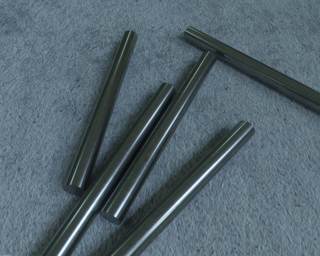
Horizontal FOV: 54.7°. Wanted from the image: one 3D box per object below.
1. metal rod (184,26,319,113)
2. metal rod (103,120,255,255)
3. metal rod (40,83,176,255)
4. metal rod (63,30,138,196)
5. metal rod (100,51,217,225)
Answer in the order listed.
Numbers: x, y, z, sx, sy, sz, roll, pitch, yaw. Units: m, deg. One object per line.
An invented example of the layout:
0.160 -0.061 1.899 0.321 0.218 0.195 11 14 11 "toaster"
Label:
0.157 -0.086 0.475 0.300 0.025 0.025 37 59 27 "metal rod"
0.010 0.085 0.331 0.025 0.025 0.302 36 58 26 "metal rod"
-0.053 0.048 0.362 0.025 0.025 0.301 20 53 16 "metal rod"
-0.073 -0.044 0.439 0.025 0.025 0.300 7 50 5 "metal rod"
0.013 -0.009 0.410 0.025 0.025 0.301 20 53 16 "metal rod"
